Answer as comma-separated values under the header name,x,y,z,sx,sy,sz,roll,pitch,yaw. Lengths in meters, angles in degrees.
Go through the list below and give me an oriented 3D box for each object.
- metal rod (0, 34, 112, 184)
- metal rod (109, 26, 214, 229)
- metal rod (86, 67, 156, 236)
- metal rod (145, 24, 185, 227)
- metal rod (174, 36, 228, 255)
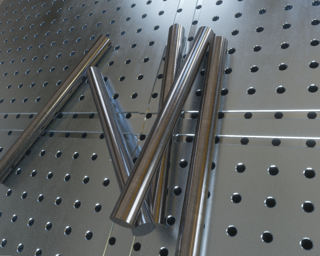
name,x,y,z,sx,sy,sz,roll,pitch,yaw
metal rod,-0.180,-0.038,0.522,0.025,0.025,0.300,26,76,36
metal rod,0.015,-0.024,0.379,0.025,0.025,0.300,4,53,29
metal rod,-0.064,0.006,0.419,0.025,0.025,0.300,-32,47,7
metal rod,0.010,-0.023,0.415,0.025,0.025,0.299,-7,59,24
metal rod,0.054,0.011,0.372,0.025,0.025,0.300,-2,61,27
